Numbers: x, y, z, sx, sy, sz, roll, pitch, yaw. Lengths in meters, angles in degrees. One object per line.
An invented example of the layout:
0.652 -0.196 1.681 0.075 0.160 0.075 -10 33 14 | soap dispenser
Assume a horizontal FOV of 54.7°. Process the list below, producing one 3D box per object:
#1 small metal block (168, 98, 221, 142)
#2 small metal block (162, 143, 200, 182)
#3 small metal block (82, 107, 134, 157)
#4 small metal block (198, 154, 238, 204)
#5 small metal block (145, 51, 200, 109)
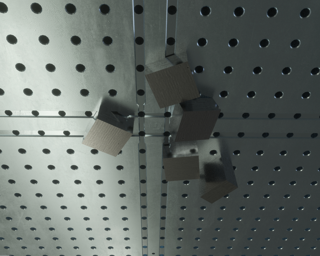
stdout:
0.043 -0.010 0.395 0.050 0.025 0.050 -3 133 -21 | small metal block
0.031 0.051 0.456 0.050 0.025 0.050 -5 130 4 | small metal block
-0.070 0.006 0.416 0.050 0.025 0.050 25 126 -20 | small metal block
0.084 0.076 0.461 0.025 0.050 0.050 34 122 -25 | small metal block
0.015 -0.056 0.365 0.050 0.025 0.050 -16 129 13 | small metal block
